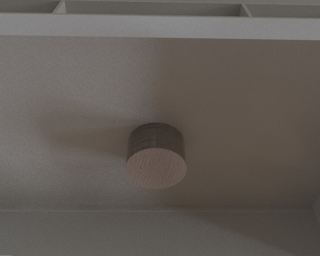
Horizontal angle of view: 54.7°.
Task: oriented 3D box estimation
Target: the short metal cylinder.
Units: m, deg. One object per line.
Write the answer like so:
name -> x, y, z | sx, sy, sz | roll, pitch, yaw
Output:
short metal cylinder -> -0.005, 0.039, 0.426 | 0.081, 0.050, 0.079 | 0, 130, 0
